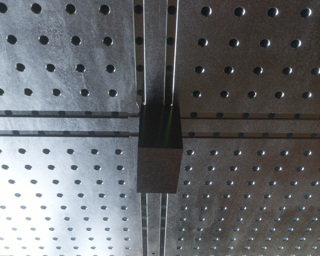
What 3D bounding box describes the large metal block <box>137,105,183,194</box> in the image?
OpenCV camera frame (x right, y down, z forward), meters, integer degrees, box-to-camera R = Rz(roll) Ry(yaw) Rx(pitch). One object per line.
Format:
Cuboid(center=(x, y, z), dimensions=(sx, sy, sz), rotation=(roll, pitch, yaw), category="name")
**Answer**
Cuboid(center=(-0.002, 0.027, 0.397), dimensions=(0.050, 0.080, 0.079), rotation=(3, 130, -3), category="large metal block")
